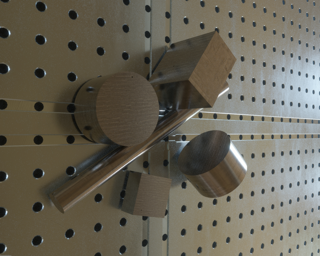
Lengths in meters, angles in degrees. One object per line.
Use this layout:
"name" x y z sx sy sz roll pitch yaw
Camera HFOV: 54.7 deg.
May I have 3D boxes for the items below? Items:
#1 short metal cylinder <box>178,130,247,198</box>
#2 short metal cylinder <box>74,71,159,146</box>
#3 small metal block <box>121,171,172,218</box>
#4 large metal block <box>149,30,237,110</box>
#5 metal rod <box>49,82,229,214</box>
"short metal cylinder" 0.072 0.049 0.430 0.050 0.080 0.080 51 60 -28
"short metal cylinder" -0.048 -0.021 0.348 0.081 0.050 0.079 0 90 -40
"small metal block" -0.016 0.084 0.391 0.050 0.025 0.050 19 78 -38
"large metal block" 0.039 -0.071 0.402 0.050 0.080 0.080 44 64 -32
"metal rod" -0.004 0.005 0.402 0.302 0.025 0.025 -35 112 -34
